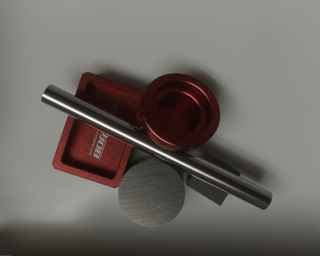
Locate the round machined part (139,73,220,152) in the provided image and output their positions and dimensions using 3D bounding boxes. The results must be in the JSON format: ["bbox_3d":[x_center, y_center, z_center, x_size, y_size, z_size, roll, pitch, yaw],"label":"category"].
[{"bbox_3d":[0.022,-0.016,0.389,0.099,0.042,0.098,5,67,-12],"label":"round machined part"}]

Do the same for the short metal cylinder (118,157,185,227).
[{"bbox_3d":[-0.010,0.079,0.397,0.081,0.050,0.079,0,90,-1],"label":"short metal cylinder"}]

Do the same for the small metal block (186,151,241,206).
[{"bbox_3d":[0.070,0.066,0.411,0.050,0.025,0.050,32,90,-1],"label":"small metal block"}]

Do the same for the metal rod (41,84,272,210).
[{"bbox_3d":[-0.001,0.025,0.381,0.301,0.025,0.025,26,90,-3],"label":"metal rod"}]

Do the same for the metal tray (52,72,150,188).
[{"bbox_3d":[-0.074,0.002,0.405,0.090,0.030,0.129,19,90,-1],"label":"metal tray"}]
